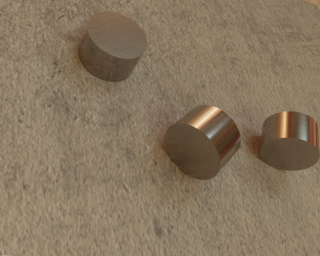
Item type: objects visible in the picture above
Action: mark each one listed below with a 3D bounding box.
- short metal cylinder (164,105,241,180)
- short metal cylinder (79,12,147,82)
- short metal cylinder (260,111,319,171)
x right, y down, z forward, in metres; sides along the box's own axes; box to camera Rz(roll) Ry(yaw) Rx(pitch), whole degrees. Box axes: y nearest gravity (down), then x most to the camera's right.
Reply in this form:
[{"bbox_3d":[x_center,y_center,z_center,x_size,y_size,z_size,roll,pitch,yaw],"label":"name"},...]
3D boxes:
[{"bbox_3d":[0.053,0.018,0.388,0.080,0.080,0.050,48,51,5],"label":"short metal cylinder"},{"bbox_3d":[-0.065,-0.110,0.421,0.081,0.050,0.080,14,56,-21],"label":"short metal cylinder"},{"bbox_3d":[0.193,0.021,0.463,0.080,0.080,0.050,28,52,-11],"label":"short metal cylinder"}]
